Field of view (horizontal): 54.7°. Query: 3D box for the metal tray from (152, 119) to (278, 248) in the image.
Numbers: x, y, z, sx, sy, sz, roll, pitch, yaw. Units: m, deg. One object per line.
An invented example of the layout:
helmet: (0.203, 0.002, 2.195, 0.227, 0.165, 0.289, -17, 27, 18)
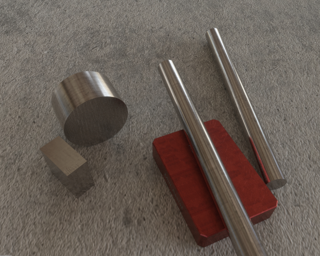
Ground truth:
metal tray: (0.056, 0.055, 0.354, 0.091, 0.030, 0.130, -18, 52, -15)

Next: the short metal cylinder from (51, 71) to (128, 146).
short metal cylinder: (-0.087, -0.023, 0.386, 0.081, 0.080, 0.050, -23, 54, -18)

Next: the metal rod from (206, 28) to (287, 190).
metal rod: (0.111, -0.050, 0.445, 0.025, 0.025, 0.300, -6, 50, -5)

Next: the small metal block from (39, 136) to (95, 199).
small metal block: (-0.103, 0.044, 0.349, 0.050, 0.050, 0.025, 36, 59, 26)

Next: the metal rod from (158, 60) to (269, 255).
metal rod: (0.049, 0.025, 0.342, 0.025, 0.025, 0.300, -12, 51, -10)
